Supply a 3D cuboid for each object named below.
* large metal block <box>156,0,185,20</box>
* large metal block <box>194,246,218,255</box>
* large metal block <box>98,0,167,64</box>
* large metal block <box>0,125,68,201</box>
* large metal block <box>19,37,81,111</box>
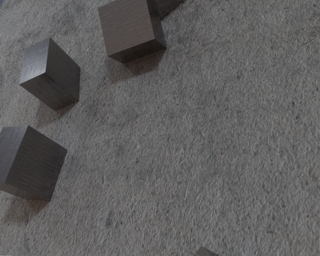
[{"bbox_3d":[0.002,-0.246,0.538,0.080,0.050,0.080,-39,51,1],"label":"large metal block"},{"bbox_3d":[0.046,0.164,0.263,0.080,0.050,0.080,-49,51,-6],"label":"large metal block"},{"bbox_3d":[-0.043,-0.157,0.487,0.080,0.050,0.080,-15,82,20],"label":"large metal block"},{"bbox_3d":[-0.187,0.051,0.436,0.050,0.080,0.080,-4,60,26],"label":"large metal block"},{"bbox_3d":[-0.180,-0.088,0.517,0.050,0.080,0.080,-20,54,17],"label":"large metal block"}]
